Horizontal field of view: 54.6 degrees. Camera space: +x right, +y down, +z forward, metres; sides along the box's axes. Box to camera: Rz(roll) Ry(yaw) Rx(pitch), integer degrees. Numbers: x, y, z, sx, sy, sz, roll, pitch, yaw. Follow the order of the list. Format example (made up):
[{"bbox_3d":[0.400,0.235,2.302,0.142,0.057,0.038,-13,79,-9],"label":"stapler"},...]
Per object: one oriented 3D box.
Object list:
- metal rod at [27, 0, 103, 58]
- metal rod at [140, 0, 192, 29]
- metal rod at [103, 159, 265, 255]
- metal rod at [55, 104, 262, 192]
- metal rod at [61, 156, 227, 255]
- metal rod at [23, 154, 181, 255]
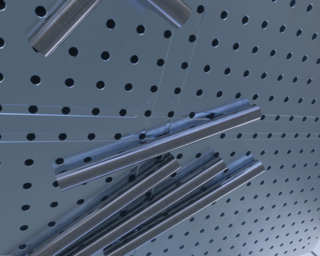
[{"bbox_3d":[-0.012,-0.183,0.290,0.300,0.025,0.025,-45,129,3],"label":"metal rod"},{"bbox_3d":[-0.090,-0.173,0.232,0.301,0.025,0.025,29,102,-31],"label":"metal rod"},{"bbox_3d":[0.046,0.136,0.519,0.301,0.025,0.025,-28,128,-11],"label":"metal rod"},{"bbox_3d":[0.011,0.021,0.429,0.302,0.025,0.025,-19,126,-18],"label":"metal rod"},{"bbox_3d":[-0.027,0.132,0.477,0.301,0.025,0.025,-31,129,-8],"label":"metal rod"},{"bbox_3d":[-0.100,0.132,0.437,0.301,0.025,0.025,-34,129,-6],"label":"metal rod"}]
